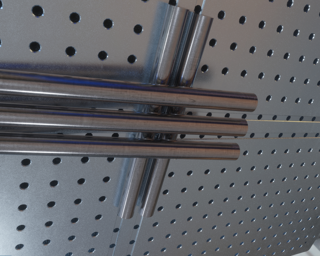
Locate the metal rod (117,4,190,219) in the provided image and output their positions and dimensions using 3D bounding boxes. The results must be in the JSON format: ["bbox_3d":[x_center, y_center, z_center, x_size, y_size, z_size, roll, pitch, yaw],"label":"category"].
[{"bbox_3d":[-0.016,-0.003,0.402,0.025,0.025,0.298,1,118,-29],"label":"metal rod"}]

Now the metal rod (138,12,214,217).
[{"bbox_3d":[0.014,0.000,0.421,0.025,0.025,0.298,1,118,-29],"label":"metal rod"}]

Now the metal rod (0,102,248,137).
[{"bbox_3d":[-0.029,-0.007,0.365,0.303,0.025,0.025,3,117,-21],"label":"metal rod"}]

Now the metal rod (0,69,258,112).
[{"bbox_3d":[-0.022,-0.039,0.350,0.303,0.025,0.025,2,118,-21],"label":"metal rod"}]

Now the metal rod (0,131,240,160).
[{"bbox_3d":[-0.036,0.024,0.381,0.303,0.025,0.025,4,117,-21],"label":"metal rod"}]
